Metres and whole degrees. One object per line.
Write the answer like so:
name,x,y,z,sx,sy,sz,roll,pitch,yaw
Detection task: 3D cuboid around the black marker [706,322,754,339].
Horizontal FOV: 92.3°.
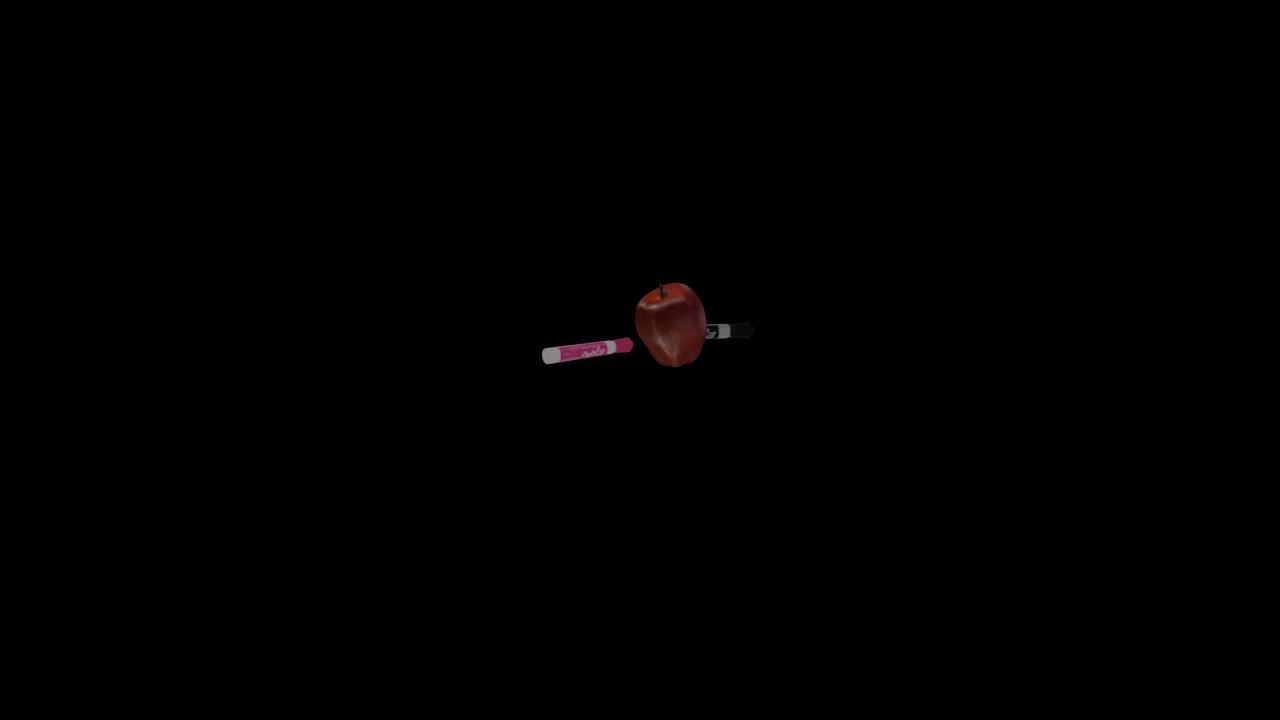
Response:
black marker,0.070,-0.032,0.705,0.121,0.020,0.020,-2,0,-2

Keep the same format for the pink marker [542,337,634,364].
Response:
pink marker,-0.059,-0.012,0.736,0.121,0.020,0.020,-9,5,-35

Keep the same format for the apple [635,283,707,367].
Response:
apple,0.036,-0.040,0.673,0.079,0.093,0.079,-15,27,8
